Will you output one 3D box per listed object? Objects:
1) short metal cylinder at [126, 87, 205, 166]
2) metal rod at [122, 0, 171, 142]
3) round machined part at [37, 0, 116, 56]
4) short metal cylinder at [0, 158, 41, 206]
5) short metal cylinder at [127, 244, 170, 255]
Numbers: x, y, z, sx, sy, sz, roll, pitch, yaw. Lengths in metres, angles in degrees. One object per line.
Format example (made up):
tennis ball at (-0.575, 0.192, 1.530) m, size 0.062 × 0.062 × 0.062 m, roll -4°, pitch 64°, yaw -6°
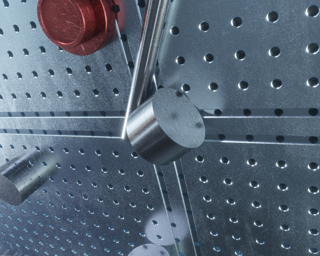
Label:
short metal cylinder at (0.008, -0.001, 0.371) m, size 0.080 × 0.080 × 0.050 m, roll 48°, pitch 129°, yaw -6°
metal rod at (-0.010, -0.103, 0.352) m, size 0.025 × 0.025 × 0.298 m, roll 25°, pitch 127°, yaw 12°
round machined part at (-0.107, -0.134, 0.373) m, size 0.098 × 0.042 × 0.097 m, roll 13°, pitch 124°, yaw 21°
short metal cylinder at (-0.286, 0.106, 0.612) m, size 0.080 × 0.050 × 0.079 m, roll 13°, pitch 124°, yaw 21°
short metal cylinder at (-0.018, 0.252, 0.541) m, size 0.080 × 0.080 × 0.050 m, roll 6°, pitch 121°, yaw 25°
